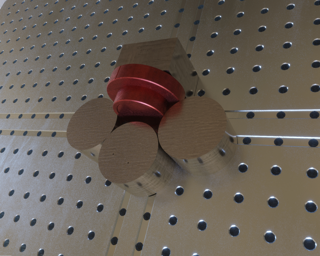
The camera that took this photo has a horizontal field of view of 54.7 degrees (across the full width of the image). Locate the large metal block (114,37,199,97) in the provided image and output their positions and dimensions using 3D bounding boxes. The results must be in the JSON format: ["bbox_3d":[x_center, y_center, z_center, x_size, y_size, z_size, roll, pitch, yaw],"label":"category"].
[{"bbox_3d":[-0.003,-0.071,0.417,0.080,0.080,0.050,1,62,28],"label":"large metal block"}]

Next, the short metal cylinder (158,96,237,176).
[{"bbox_3d":[0.045,0.010,0.363,0.080,0.050,0.080,-13,56,21],"label":"short metal cylinder"}]

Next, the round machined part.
[{"bbox_3d":[-0.021,-0.034,0.391,0.098,0.098,0.042,2,62,29],"label":"round machined part"}]

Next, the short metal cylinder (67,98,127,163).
[{"bbox_3d":[-0.081,0.005,0.432,0.080,0.050,0.080,-13,56,21],"label":"short metal cylinder"}]

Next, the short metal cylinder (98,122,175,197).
[{"bbox_3d":[-0.028,0.039,0.384,0.080,0.050,0.080,-13,56,21],"label":"short metal cylinder"}]
